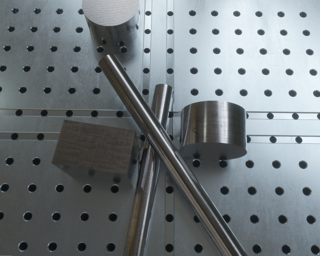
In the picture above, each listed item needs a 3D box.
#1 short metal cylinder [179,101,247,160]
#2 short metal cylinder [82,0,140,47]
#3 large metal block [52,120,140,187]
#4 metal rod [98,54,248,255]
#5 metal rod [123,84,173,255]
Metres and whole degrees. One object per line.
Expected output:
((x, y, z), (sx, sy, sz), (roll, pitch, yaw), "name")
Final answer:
((0.065, 0.006, 0.381), (0.080, 0.080, 0.050), (4, 70, 1), "short metal cylinder")
((-0.070, -0.168, 0.459), (0.081, 0.050, 0.080), (0, 70, 0), "short metal cylinder")
((-0.070, 0.033, 0.370), (0.080, 0.080, 0.050), (8, 70, 3), "large metal block")
((0.014, 0.037, 0.375), (0.025, 0.025, 0.299), (-32, 82, -11), "metal rod")
((-0.019, 0.083, 0.381), (0.025, 0.025, 0.299), (9, 70, 3), "metal rod")
